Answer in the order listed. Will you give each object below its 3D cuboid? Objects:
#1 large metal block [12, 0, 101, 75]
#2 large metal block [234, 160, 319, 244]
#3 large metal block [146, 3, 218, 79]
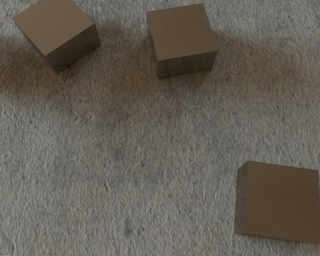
[{"bbox_3d":[-0.145,-0.138,0.443,0.080,0.050,0.080,-39,75,-13],"label":"large metal block"},{"bbox_3d":[0.135,0.088,0.364,0.080,0.050,0.080,8,70,2],"label":"large metal block"},{"bbox_3d":[0.029,-0.123,0.440,0.081,0.050,0.080,-11,71,-4],"label":"large metal block"}]
